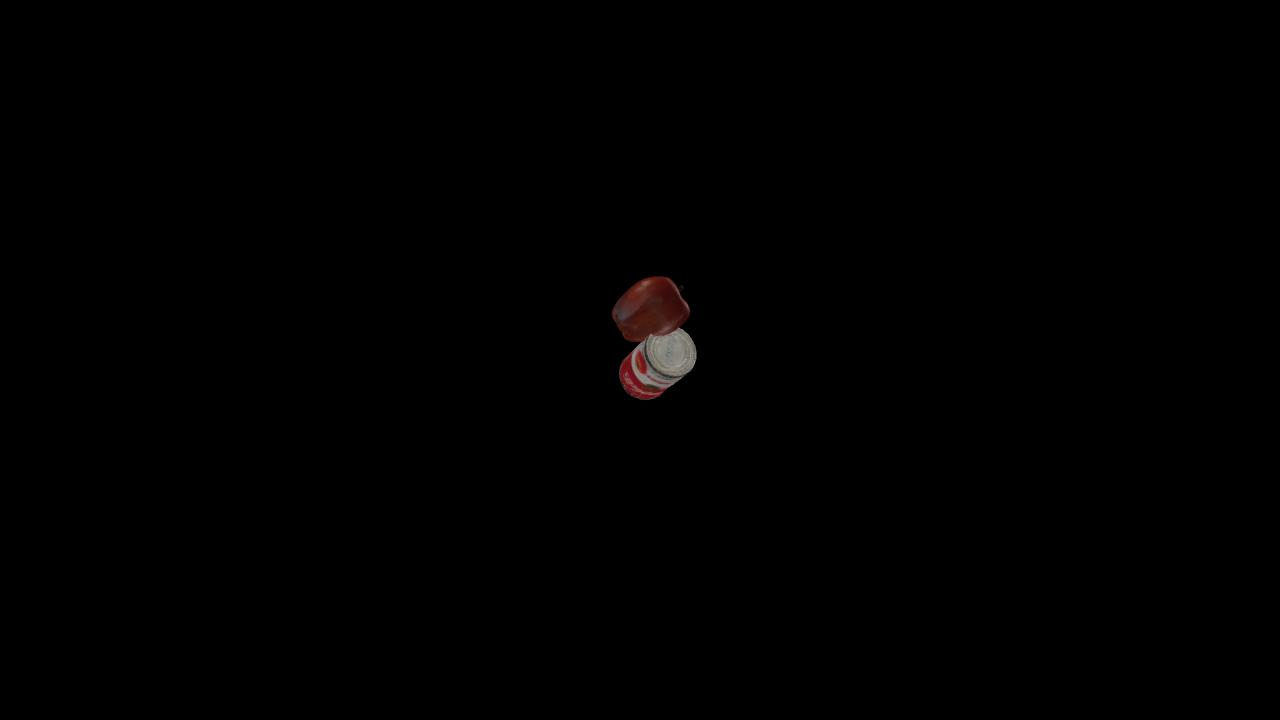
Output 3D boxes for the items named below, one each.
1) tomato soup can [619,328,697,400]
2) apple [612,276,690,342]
[{"bbox_3d":[0.021,0.004,0.764,0.068,0.068,0.101,0,-19,-21],"label":"tomato soup can"},{"bbox_3d":[0.015,-0.061,0.742,0.093,0.079,0.079,-32,0,0],"label":"apple"}]
